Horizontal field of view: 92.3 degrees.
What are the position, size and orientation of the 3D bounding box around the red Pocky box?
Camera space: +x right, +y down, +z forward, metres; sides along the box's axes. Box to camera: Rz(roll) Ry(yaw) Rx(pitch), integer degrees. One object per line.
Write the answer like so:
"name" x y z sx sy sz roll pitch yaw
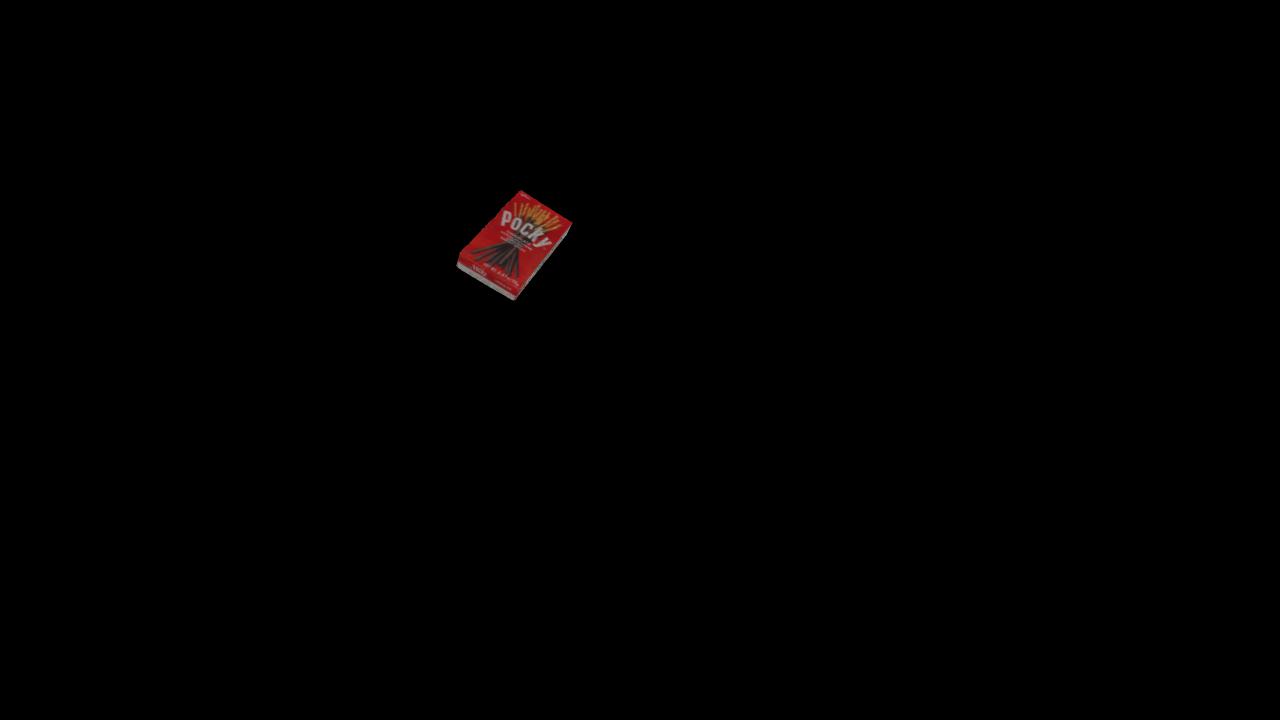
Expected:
"red Pocky box" -0.154 -0.147 0.770 0.083 0.155 0.028 30 -42 -4
